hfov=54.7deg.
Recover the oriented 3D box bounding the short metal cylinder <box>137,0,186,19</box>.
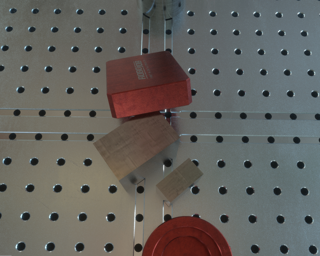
[{"bbox_3d":[0.002,-0.217,0.478,0.081,0.050,0.080,0,70,0],"label":"short metal cylinder"}]

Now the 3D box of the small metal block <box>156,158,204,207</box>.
[{"bbox_3d":[0.022,0.067,0.374,0.050,0.050,0.025,-38,75,-13],"label":"small metal block"}]

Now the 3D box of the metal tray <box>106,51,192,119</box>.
[{"bbox_3d":[-0.020,-0.060,0.389,0.091,0.030,0.130,-11,29,-5],"label":"metal tray"}]

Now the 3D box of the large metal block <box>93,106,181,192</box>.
[{"bbox_3d":[-0.025,0.027,0.372,0.080,0.080,0.050,-34,74,-12],"label":"large metal block"}]

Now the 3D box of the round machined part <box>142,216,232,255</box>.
[{"bbox_3d":[0.029,0.151,0.348,0.099,0.042,0.098,0,70,-1],"label":"round machined part"}]
